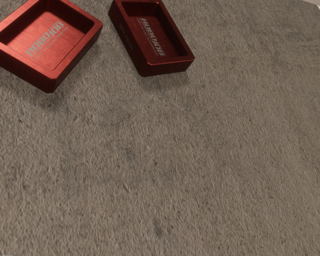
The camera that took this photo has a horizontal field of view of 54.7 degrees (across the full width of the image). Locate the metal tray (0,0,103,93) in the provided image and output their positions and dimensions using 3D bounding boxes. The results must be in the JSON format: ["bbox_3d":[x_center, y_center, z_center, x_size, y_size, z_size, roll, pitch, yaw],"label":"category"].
[{"bbox_3d":[-0.142,-0.115,0.394,0.090,0.030,0.130,31,51,-9],"label":"metal tray"}]

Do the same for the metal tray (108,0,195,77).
[{"bbox_3d":[-0.014,-0.145,0.482,0.091,0.030,0.130,-15,70,-34],"label":"metal tray"}]
